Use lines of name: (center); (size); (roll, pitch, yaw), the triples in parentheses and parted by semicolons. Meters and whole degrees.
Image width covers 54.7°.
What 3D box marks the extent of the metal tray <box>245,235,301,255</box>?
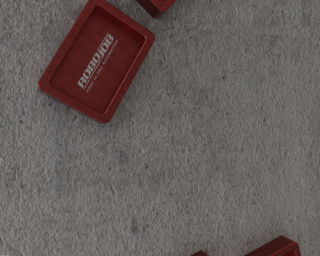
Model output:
metal tray: (0.181, 0.244, 0.473); (0.091, 0.030, 0.129); (-19, 97, -19)

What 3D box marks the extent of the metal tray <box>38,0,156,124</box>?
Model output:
metal tray: (-0.075, -0.081, 0.378); (0.090, 0.030, 0.130); (30, 80, -18)

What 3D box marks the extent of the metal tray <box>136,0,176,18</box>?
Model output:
metal tray: (-0.019, -0.221, 0.398); (0.130, 0.030, 0.090); (43, 76, -15)

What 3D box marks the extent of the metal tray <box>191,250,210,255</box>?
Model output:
metal tray: (0.049, 0.249, 0.425); (0.091, 0.030, 0.129); (-22, 97, -19)
